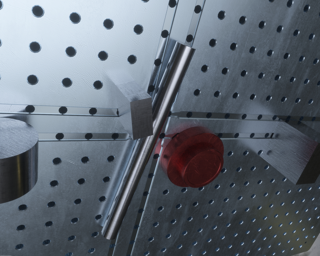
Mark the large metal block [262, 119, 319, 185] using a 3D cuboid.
[{"bbox_3d":[0.237,0.040,0.533,0.050,0.080,0.079,3,117,-30],"label":"large metal block"}]

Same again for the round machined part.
[{"bbox_3d":[0.056,0.051,0.464,0.099,0.042,0.097,-14,124,-21],"label":"round machined part"}]

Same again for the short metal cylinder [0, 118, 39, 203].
[{"bbox_3d":[-0.163,0.030,0.305,0.081,0.080,0.050,-3,120,-28],"label":"short metal cylinder"}]

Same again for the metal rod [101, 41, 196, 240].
[{"bbox_3d":[-0.023,0.031,0.419,0.025,0.025,0.298,9,114,-33],"label":"metal rod"}]

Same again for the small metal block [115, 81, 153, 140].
[{"bbox_3d":[-0.030,-0.022,0.366,0.025,0.050,0.050,-15,125,-20],"label":"small metal block"}]
